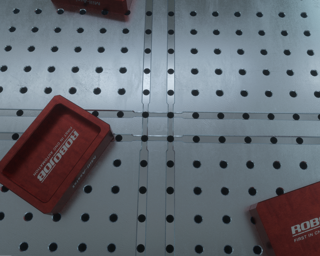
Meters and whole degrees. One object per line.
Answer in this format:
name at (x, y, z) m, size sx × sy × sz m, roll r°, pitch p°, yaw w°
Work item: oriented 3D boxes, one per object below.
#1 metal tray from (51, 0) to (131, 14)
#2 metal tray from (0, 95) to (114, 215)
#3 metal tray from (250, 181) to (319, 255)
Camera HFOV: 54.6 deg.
metal tray at (-0.106, -0.238, 0.496) m, size 0.131 × 0.030 × 0.090 m, roll 12°, pitch 70°, yaw 4°
metal tray at (-0.133, 0.032, 0.396) m, size 0.090 × 0.030 × 0.130 m, roll 31°, pitch 73°, yaw 10°
metal tray at (0.186, 0.115, 0.368) m, size 0.131 × 0.030 × 0.090 m, roll -17°, pitch 71°, yaw -6°
